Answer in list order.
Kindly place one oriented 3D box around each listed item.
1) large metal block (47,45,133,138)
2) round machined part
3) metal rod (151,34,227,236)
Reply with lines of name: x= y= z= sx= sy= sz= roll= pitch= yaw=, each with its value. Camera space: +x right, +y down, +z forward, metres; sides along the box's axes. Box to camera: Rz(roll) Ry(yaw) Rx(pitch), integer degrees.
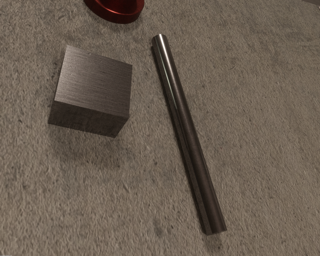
large metal block: x=-0.082 y=-0.042 z=0.370 sx=0.081 sy=0.050 sz=0.080 roll=14 pitch=56 yaw=-21
round machined part: x=-0.070 y=-0.216 z=0.488 sx=0.099 sy=0.042 sz=0.098 roll=14 pitch=56 yaw=-21
metal rod: x=0.033 y=-0.008 z=0.427 sx=0.025 sy=0.025 sz=0.299 roll=0 pitch=62 yaw=-29
